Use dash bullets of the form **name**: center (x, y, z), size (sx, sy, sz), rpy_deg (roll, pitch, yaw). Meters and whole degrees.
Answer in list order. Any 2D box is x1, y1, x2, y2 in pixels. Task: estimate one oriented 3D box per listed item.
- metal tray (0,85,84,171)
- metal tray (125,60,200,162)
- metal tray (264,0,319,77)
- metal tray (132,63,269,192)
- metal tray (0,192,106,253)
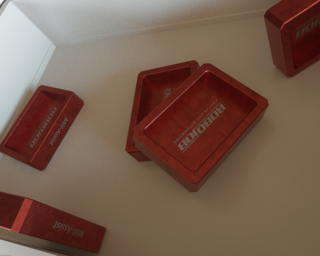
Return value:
- **metal tray**: center (-0.192, -0.004, 0.503), size (0.090, 0.030, 0.130), rpy_deg (14, 69, 33)
- **metal tray**: center (0.009, -0.023, 0.410), size (0.090, 0.030, 0.130), rpy_deg (-7, 58, 24)
- **metal tray**: center (0.186, -0.124, 0.342), size (0.130, 0.090, 0.030), rpy_deg (-33, 52, 6)
- **metal tray**: center (0.045, -0.005, 0.346), size (0.090, 0.030, 0.130), rpy_deg (38, 69, 21)
- **metal tray**: center (-0.133, 0.104, 0.343), size (0.090, 0.130, 0.030), rpy_deg (3, 63, 29)
